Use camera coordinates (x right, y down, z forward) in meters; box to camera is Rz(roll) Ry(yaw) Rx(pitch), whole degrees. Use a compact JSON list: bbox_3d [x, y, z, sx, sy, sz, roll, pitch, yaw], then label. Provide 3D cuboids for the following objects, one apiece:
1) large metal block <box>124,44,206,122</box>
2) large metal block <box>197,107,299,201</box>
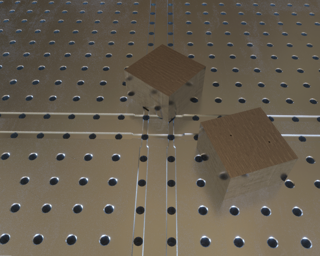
[{"bbox_3d":[0.007,-0.067,0.448,0.080,0.050,0.080,34,58,25],"label":"large metal block"},{"bbox_3d":[0.098,0.029,0.368,0.081,0.050,0.080,-14,51,-12],"label":"large metal block"}]
